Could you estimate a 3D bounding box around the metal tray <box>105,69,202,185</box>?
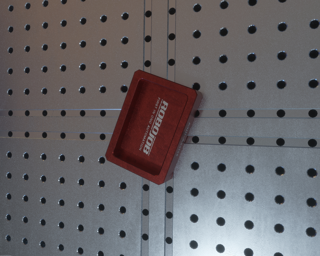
[{"bbox_3d":[-0.010,-0.002,0.413,0.090,0.030,0.129,23,98,18],"label":"metal tray"}]
